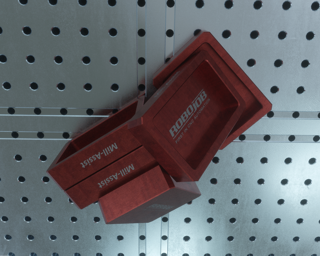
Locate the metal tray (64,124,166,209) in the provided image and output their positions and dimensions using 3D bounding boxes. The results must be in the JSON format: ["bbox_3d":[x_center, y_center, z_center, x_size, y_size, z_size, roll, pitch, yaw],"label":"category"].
[{"bbox_3d":[-0.049,0.039,0.391,0.130,0.090,0.030,-31,108,10],"label":"metal tray"}]

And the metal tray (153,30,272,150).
[{"bbox_3d":[0.066,-0.046,0.394,0.090,0.030,0.130,-42,105,13],"label":"metal tray"}]

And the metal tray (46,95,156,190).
[{"bbox_3d":[-0.067,0.015,0.383,0.130,0.090,0.030,-31,108,10],"label":"metal tray"}]

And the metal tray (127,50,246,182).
[{"bbox_3d":[0.036,-0.015,0.348,0.090,0.030,0.130,49,58,-16],"label":"metal tray"}]

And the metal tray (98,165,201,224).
[{"bbox_3d":[-0.007,0.089,0.397,0.090,0.130,0.030,-31,66,11],"label":"metal tray"}]
